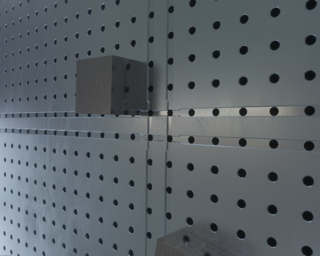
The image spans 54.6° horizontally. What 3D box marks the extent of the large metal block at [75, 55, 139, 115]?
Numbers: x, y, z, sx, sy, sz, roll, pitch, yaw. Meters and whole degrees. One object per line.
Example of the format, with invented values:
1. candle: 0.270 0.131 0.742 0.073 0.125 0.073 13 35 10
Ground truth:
1. large metal block: -0.080 -0.060 0.460 0.080 0.050 0.080 4 92 40

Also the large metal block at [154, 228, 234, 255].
1. large metal block: 0.036 0.178 0.364 0.080 0.050 0.080 16 101 39
